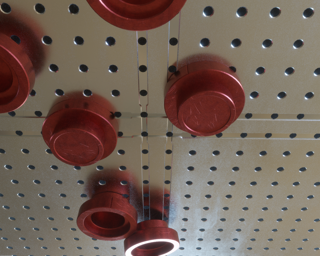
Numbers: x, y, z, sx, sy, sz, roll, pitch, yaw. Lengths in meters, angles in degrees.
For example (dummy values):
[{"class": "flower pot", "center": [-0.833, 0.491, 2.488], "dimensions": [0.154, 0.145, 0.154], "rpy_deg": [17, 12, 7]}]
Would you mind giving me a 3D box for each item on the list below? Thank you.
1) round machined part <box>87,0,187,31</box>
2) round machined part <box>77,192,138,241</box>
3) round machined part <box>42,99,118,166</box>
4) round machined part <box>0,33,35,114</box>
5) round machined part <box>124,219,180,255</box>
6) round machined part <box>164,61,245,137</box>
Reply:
[{"class": "round machined part", "center": [-0.021, -0.142, 0.279], "dimensions": [0.099, 0.042, 0.097], "rpy_deg": [0, 130, 0]}, {"class": "round machined part", "center": [-0.086, 0.145, 0.523], "dimensions": [0.099, 0.042, 0.097], "rpy_deg": [0, 130, 0]}, {"class": "round machined part", "center": [-0.106, 0.013, 0.411], "dimensions": [0.099, 0.042, 0.097], "rpy_deg": [0, 130, 0]}, {"class": "round machined part", "center": [-0.188, -0.067, 0.342], "dimensions": [0.099, 0.042, 0.097], "rpy_deg": [0, 130, 0]}, {"class": "round machined part", "center": [-0.016, 0.199, 0.561], "dimensions": [0.099, 0.042, 0.098], "rpy_deg": [-7, 140, -6]}, {"class": "round machined part", "center": [0.054, -0.028, 0.377], "dimensions": [0.099, 0.042, 0.097], "rpy_deg": [0, 130, 0]}]
